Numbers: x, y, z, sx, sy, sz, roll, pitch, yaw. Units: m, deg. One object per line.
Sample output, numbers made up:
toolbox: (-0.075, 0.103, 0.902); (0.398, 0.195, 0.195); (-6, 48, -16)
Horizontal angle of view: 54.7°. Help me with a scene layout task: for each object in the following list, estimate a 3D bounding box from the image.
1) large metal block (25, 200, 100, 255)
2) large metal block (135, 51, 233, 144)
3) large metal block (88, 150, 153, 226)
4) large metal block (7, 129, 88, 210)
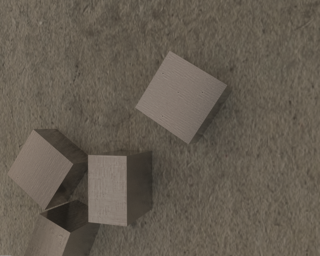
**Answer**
large metal block: (-0.131, 0.154, 0.424); (0.050, 0.080, 0.080); (24, 98, 18)
large metal block: (0.031, -0.036, 0.384); (0.080, 0.050, 0.080); (35, 101, 16)
large metal block: (-0.048, 0.071, 0.396); (0.050, 0.080, 0.079); (0, 90, 20)
large metal block: (-0.159, 0.057, 0.450); (0.080, 0.050, 0.080); (37, 102, 16)
